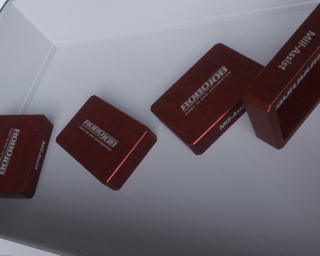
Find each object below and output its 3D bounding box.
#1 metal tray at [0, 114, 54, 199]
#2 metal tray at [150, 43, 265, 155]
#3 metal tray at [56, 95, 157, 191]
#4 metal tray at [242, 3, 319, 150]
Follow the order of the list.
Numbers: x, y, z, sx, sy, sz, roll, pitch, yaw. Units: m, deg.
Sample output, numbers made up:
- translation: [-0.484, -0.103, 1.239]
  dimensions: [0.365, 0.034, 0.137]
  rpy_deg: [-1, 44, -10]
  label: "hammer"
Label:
- translation: [-0.229, 0.042, 0.482]
  dimensions: [0.090, 0.030, 0.130]
  rpy_deg: [0, 60, 9]
  label: "metal tray"
- translation: [0.063, -0.040, 0.394]
  dimensions: [0.130, 0.030, 0.090]
  rpy_deg: [-44, 51, -3]
  label: "metal tray"
- translation: [-0.079, 0.016, 0.434]
  dimensions: [0.130, 0.030, 0.090]
  rpy_deg: [30, 78, 37]
  label: "metal tray"
- translation: [0.145, -0.050, 0.318]
  dimensions: [0.130, 0.090, 0.030]
  rpy_deg: [-49, 51, -6]
  label: "metal tray"
